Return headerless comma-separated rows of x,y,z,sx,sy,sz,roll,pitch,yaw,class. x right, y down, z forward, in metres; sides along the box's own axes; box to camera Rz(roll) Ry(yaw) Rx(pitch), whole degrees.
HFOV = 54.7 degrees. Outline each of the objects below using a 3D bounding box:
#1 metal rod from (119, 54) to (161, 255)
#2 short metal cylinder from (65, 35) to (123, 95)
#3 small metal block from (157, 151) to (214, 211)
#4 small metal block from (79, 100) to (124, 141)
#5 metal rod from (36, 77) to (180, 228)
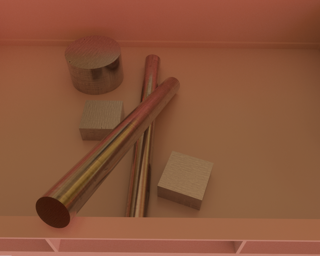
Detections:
-0.019,0.007,0.398,0.025,0.025,0.300,3,50,2,metal rod
-0.097,-0.096,0.468,0.081,0.050,0.080,0,50,0,short metal cylinder
0.029,0.059,0.356,0.050,0.025,0.050,16,52,13,small metal block
-0.076,-0.010,0.413,0.050,0.025,0.050,1,50,0,small metal block
-0.026,-0.005,0.330,0.025,0.025,0.301,15,27,12,metal rod
